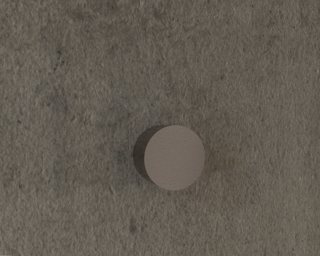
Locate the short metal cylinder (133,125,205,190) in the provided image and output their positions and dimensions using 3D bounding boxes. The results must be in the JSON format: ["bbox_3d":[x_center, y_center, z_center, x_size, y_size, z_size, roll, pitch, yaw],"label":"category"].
[{"bbox_3d":[0.011,0.036,0.401,0.081,0.050,0.079,0,90,-20],"label":"short metal cylinder"}]
